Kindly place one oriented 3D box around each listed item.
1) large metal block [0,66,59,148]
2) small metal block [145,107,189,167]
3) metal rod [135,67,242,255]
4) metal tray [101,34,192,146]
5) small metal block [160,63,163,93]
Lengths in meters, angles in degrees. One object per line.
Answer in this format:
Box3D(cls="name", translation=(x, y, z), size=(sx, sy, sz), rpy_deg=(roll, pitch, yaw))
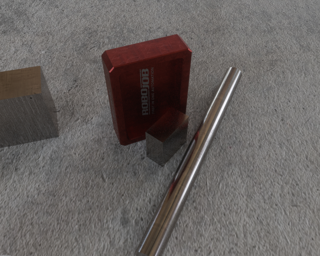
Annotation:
Box3D(cls="large metal block", translation=(-0.178, -0.024, 0.386), size=(0.081, 0.080, 0.050), rpy_deg=(-12, 51, -10))
Box3D(cls="small metal block", translation=(0.009, 0.011, 0.378), size=(0.025, 0.050, 0.050), rpy_deg=(31, 57, 23))
Box3D(cls="metal rod", translation=(0.050, 0.021, 0.385), size=(0.025, 0.025, 0.301), rpy_deg=(20, 52, 15))
Box3D(cls="metal tray", translation=(-0.014, -0.040, 0.368), size=(0.091, 0.129, 0.030), rpy_deg=(-17, 53, -14))
Box3D(cls="small metal block", translation=(0.007, -0.065, 0.442), size=(0.050, 0.050, 0.025), rpy_deg=(5, 50, 3))
